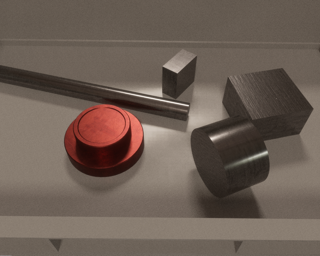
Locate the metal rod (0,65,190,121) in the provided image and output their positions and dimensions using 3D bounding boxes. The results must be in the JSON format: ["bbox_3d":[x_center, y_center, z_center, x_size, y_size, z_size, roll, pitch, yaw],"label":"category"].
[{"bbox_3d":[-0.107,-0.054,0.448,0.301,0.025,0.025,12,51,9],"label":"metal rod"}]

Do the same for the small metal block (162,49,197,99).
[{"bbox_3d":[0.028,-0.079,0.456,0.025,0.050,0.050,30,56,22],"label":"small metal block"}]

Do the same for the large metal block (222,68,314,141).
[{"bbox_3d":[0.140,-0.031,0.416,0.081,0.050,0.080,-10,51,-9],"label":"large metal block"}]

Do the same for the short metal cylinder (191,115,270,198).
[{"bbox_3d":[0.075,0.031,0.344,0.050,0.080,0.080,-18,53,-15],"label":"short metal cylinder"}]

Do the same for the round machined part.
[{"bbox_3d":[-0.070,0.009,0.386,0.099,0.042,0.098,0,50,0],"label":"round machined part"}]
